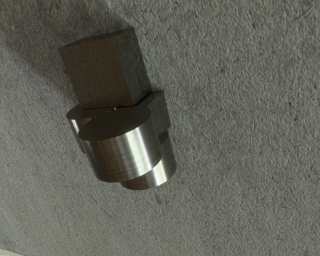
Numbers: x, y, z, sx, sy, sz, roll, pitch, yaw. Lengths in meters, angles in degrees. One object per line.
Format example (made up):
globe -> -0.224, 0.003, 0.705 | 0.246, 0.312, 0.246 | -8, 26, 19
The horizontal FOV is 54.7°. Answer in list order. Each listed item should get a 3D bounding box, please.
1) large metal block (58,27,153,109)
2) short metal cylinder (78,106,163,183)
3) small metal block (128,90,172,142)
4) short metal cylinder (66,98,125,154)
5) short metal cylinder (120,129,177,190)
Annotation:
large metal block -> -0.065, -0.072, 0.383 | 0.080, 0.050, 0.080 | -2, 118, 29
short metal cylinder -> -0.042, 0.015, 0.340 | 0.080, 0.080, 0.050 | -2, 117, 29
small metal block -> -0.011, -0.015, 0.391 | 0.025, 0.050, 0.050 | 1, 119, 28
short metal cylinder -> -0.075, -0.007, 0.409 | 0.080, 0.080, 0.050 | -2, 117, 29
short metal cylinder -> -0.023, 0.037, 0.408 | 0.080, 0.080, 0.050 | 0, 118, 28
